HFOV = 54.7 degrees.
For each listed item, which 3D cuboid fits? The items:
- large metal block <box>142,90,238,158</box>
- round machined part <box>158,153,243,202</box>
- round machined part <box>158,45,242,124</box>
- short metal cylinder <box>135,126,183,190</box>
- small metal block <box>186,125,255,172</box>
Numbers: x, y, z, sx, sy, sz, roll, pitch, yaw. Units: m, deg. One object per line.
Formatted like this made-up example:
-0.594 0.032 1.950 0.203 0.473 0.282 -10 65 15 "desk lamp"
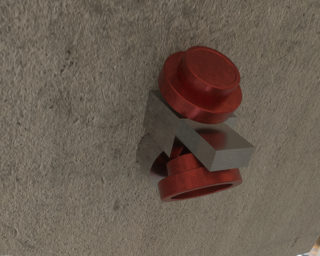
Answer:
0.034 -0.008 0.387 0.081 0.080 0.050 -2 120 -28 "large metal block"
0.045 0.057 0.373 0.099 0.042 0.098 -11 161 -4 "round machined part"
0.051 -0.055 0.351 0.099 0.098 0.042 -2 145 -28 "round machined part"
0.013 0.041 0.427 0.081 0.050 0.079 -14 125 -21 "short metal cylinder"
0.064 0.020 0.337 0.050 0.050 0.025 -3 119 -27 "small metal block"
